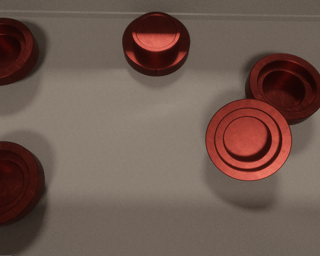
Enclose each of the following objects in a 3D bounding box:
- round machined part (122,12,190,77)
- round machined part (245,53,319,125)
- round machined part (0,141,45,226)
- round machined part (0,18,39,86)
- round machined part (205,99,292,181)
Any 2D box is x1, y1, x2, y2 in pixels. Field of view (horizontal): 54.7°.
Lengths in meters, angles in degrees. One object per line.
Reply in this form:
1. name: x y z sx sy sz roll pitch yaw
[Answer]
1. round machined part: -0.005 -0.127 0.447 0.099 0.042 0.098 0 70 -1
2. round machined part: 0.164 -0.049 0.420 0.099 0.042 0.098 1 69 -1
3. round machined part: -0.188 0.068 0.373 0.099 0.042 0.098 0 70 -1
4. round machined part: -0.219 -0.102 0.435 0.099 0.042 0.098 0 70 -1
5. round machined part: 0.107 0.013 0.384 0.098 0.042 0.097 0 92 12
